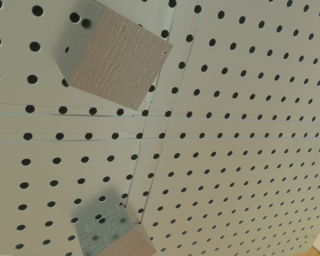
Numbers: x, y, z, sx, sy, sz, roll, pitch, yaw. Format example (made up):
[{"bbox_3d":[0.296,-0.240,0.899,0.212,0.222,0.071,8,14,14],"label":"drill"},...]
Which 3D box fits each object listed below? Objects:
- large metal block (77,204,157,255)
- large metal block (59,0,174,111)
[{"bbox_3d":[-0.064,0.176,0.471,0.080,0.050,0.080,-34,129,-6],"label":"large metal block"},{"bbox_3d":[-0.047,-0.075,0.324,0.080,0.050,0.080,20,108,-36],"label":"large metal block"}]
